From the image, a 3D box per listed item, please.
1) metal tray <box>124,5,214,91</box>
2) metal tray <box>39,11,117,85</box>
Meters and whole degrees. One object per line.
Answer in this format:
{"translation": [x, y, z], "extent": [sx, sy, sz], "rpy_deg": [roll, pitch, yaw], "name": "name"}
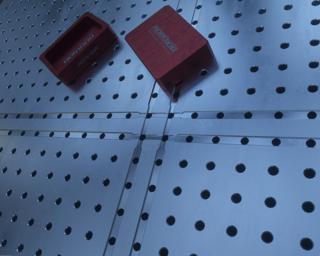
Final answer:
{"translation": [0.010, -0.126, 0.476], "extent": [0.090, 0.030, 0.130], "rpy_deg": [-36, 51, 4], "name": "metal tray"}
{"translation": [-0.153, -0.150, 0.574], "extent": [0.130, 0.030, 0.090], "rpy_deg": [-45, 51, -4], "name": "metal tray"}
